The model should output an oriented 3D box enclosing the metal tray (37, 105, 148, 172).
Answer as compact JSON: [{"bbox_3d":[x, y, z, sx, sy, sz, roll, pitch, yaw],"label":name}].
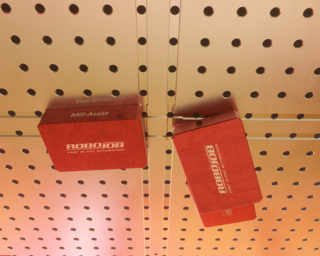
[{"bbox_3d":[-0.086,0.016,0.421,0.131,0.030,0.090,-3,130,2],"label":"metal tray"}]

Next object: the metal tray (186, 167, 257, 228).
[{"bbox_3d":[0.101,0.107,0.500,0.090,0.030,0.130,-13,129,11],"label":"metal tray"}]

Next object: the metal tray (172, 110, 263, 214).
[{"bbox_3d":[0.079,0.050,0.424,0.090,0.030,0.129,-16,110,12],"label":"metal tray"}]
